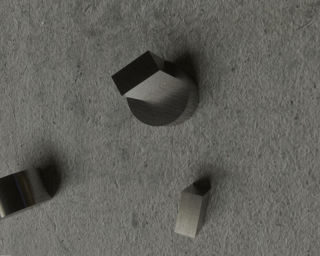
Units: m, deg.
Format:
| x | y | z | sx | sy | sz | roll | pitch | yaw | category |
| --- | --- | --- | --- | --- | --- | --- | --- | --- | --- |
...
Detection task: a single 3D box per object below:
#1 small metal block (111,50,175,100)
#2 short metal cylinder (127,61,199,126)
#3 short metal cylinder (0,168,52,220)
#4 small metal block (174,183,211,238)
| x | y | z | sx | sy | sz | roll | pitch | yaw | category |
| --- | --- | --- | --- | --- | --- | --- | --- | --- | --- |
| -0.018 | -0.058 | 0.349 | 0.050 | 0.050 | 0.025 | -31 | 80 | 17 | small metal block |
| 0.005 | -0.042 | 0.394 | 0.080 | 0.050 | 0.080 | 0 | 90 | 20 | short metal cylinder |
| -0.207 | 0.096 | 0.453 | 0.080 | 0.080 | 0.050 | -25 | 82 | 18 | short metal cylinder |
| 0.041 | 0.100 | 0.381 | 0.025 | 0.050 | 0.050 | 12 | 94 | 19 | small metal block |
